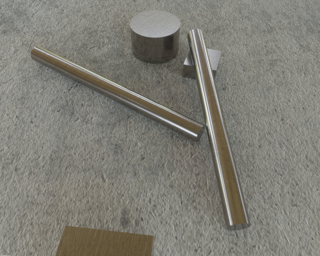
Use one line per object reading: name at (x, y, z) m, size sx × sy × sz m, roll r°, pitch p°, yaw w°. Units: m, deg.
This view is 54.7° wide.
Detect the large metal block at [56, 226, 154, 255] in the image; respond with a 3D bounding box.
large metal block at (-0.050, 0.138, 0.270) m, size 0.080 × 0.050 × 0.080 m, roll 5°, pitch 50°, yaw 4°

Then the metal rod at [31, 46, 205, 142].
metal rod at (-0.073, -0.057, 0.449) m, size 0.301 × 0.025 × 0.025 m, roll 27°, pitch 55°, yaw 20°

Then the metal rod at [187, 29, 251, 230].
metal rod at (0.068, -0.022, 0.402) m, size 0.025 × 0.025 × 0.299 m, roll -4°, pitch 56°, yaw -4°

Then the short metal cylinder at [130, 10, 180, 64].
short metal cylinder at (-0.008, -0.152, 0.515) m, size 0.081 × 0.050 × 0.080 m, roll 0°, pitch 50°, yaw 0°

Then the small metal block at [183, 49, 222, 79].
small metal block at (0.067, -0.101, 0.489) m, size 0.050 × 0.025 × 0.050 m, roll 13°, pitch 51°, yaw 10°
